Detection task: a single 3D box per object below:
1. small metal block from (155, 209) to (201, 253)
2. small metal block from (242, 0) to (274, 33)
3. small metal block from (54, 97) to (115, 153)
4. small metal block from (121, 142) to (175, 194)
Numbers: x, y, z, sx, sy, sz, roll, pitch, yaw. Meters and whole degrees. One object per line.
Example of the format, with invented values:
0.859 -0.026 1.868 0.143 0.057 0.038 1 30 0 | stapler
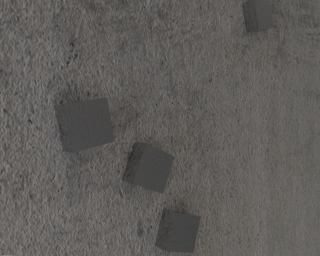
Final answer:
0.025 0.142 0.426 0.050 0.025 0.050 21 77 -38 | small metal block
0.175 -0.199 0.550 0.050 0.025 0.050 -19 102 -38 | small metal block
-0.081 -0.004 0.336 0.050 0.025 0.050 -15 100 -39 | small metal block
-0.014 0.051 0.393 0.050 0.025 0.050 29 72 -36 | small metal block
